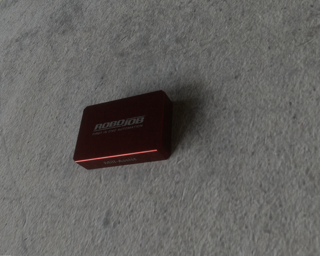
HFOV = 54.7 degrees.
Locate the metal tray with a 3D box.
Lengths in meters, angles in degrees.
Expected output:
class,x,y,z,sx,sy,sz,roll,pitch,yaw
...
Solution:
class,x,y,z,sx,sy,sz,roll,pitch,yaw
metal tray,-0.050,0.004,0.423,0.130,0.030,0.090,-10,57,22
